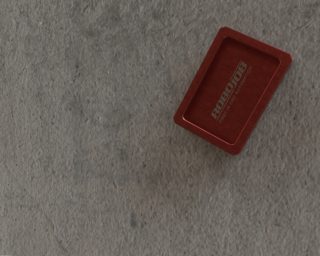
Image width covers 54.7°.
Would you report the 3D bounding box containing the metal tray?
[{"bbox_3d":[0.086,-0.044,0.375,0.090,0.030,0.129,30,99,17],"label":"metal tray"}]
